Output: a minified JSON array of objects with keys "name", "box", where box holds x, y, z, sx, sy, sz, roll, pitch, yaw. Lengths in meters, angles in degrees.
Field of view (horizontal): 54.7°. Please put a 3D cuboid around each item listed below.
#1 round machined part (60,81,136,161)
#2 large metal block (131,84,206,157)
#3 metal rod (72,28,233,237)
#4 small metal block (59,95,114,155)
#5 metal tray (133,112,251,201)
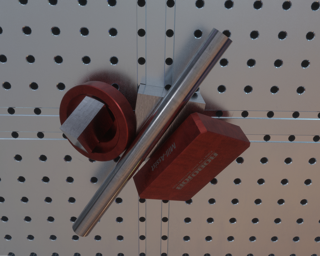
[{"name":"round machined part","box":[-0.072,-0.011,0.385,0.098,0.042,0.097,10,115,23]},{"name":"large metal block","box":[0.007,-0.006,0.397,0.081,0.050,0.079,8,110,-4]},{"name":"metal rod","box":[-0.019,0.018,0.366,0.025,0.025,0.299,33,106,-12]},{"name":"small metal block","box":[-0.085,-0.003,0.368,0.025,0.050,0.050,29,70,16]},{"name":"metal tray","box":[0.038,0.043,0.391,0.091,0.030,0.129,15,128,-39]}]
